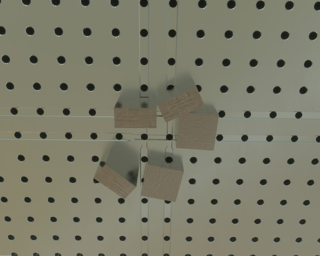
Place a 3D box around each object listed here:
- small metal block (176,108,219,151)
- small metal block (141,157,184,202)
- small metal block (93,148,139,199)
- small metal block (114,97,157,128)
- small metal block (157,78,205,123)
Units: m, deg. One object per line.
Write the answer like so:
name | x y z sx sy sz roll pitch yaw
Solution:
small metal block | 0.048 0.001 0.414 0.050 0.025 0.050 4 110 -2
small metal block | 0.003 0.073 0.440 0.050 0.025 0.050 12 110 -5
small metal block | -0.058 0.061 0.422 0.050 0.050 0.025 38 106 -13
small metal block | -0.029 -0.020 0.392 0.050 0.050 0.025 1 110 0
small metal block | 0.025 -0.035 0.387 0.050 0.050 0.025 -23 109 8
